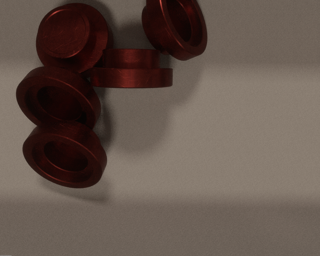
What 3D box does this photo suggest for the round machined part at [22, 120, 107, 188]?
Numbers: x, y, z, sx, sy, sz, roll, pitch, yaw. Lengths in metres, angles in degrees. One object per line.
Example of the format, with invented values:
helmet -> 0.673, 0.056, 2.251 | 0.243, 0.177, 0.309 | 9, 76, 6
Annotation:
round machined part -> -0.113, 0.028, 0.385 | 0.099, 0.042, 0.097 | 7, 133, 8

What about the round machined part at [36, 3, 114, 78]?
round machined part -> -0.112, -0.113, 0.391 | 0.098, 0.042, 0.097 | -1, 82, 10

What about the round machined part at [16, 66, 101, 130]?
round machined part -> -0.120, -0.036, 0.384 | 0.099, 0.097, 0.042 | 16, 47, -1

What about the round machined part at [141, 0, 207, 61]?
round machined part -> 0.015, -0.130, 0.385 | 0.042, 0.099, 0.097 | -16, 90, 37

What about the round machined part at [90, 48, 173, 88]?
round machined part -> -0.034, -0.073, 0.372 | 0.099, 0.098, 0.042 | 1, 102, -1
